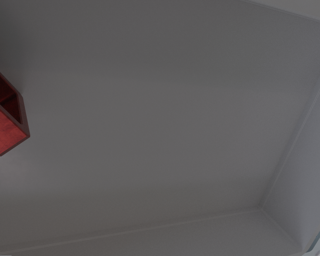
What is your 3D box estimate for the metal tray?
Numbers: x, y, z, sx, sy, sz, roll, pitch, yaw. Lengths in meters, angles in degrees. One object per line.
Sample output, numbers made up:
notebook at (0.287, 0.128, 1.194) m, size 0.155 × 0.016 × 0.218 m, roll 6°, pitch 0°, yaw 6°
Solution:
metal tray at (-0.163, -0.046, 0.248) m, size 0.030 × 0.090 × 0.130 m, roll -36°, pitch 129°, yaw -5°
